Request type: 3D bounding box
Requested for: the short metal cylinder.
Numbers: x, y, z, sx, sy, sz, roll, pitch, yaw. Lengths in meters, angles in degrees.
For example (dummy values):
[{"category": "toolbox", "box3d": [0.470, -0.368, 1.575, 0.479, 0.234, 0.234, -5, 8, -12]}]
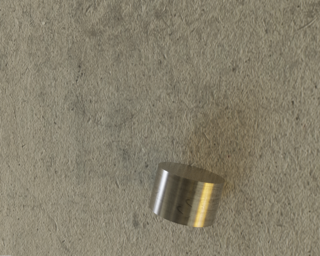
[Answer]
[{"category": "short metal cylinder", "box3d": [0.032, 0.076, 0.369, 0.080, 0.080, 0.050, 15, 95, 19]}]
